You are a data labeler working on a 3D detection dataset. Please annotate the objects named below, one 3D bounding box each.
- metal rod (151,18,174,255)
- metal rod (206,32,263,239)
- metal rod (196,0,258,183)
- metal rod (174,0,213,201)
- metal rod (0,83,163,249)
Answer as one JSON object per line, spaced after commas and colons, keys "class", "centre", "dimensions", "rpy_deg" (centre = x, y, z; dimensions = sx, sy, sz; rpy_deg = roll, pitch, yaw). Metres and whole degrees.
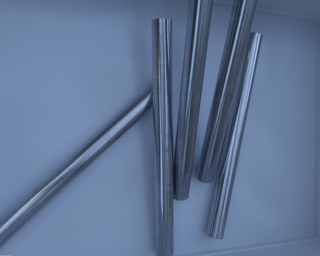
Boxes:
{"class": "metal rod", "centre": [0.004, 0.019, 0.392], "dimensions": [0.025, 0.025, 0.298], "rpy_deg": [-4, 99, -20]}
{"class": "metal rod", "centre": [0.109, 0.008, 0.450], "dimensions": [0.025, 0.025, 0.298], "rpy_deg": [14, 85, -20]}
{"class": "metal rod", "centre": [0.083, -0.064, 0.374], "dimensions": [0.025, 0.025, 0.298], "rpy_deg": [-1, 116, -20]}
{"class": "metal rod", "centre": [0.037, -0.044, 0.362], "dimensions": [0.025, 0.025, 0.298], "rpy_deg": [-5, 116, -20]}
{"class": "metal rod", "centre": [-0.099, 0.043, 0.373], "dimensions": [0.301, 0.025, 0.025], "rpy_deg": [-44, 104, -15]}
